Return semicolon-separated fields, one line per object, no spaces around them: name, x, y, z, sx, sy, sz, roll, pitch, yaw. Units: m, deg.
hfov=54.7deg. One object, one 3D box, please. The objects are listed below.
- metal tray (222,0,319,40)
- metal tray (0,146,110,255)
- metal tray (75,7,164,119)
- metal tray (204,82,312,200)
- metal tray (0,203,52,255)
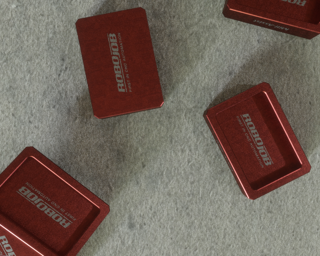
metal tray;0.158;-0.179;0.409;0.131;0.030;0.089;15;90;-1
metal tray;-0.141;0.096;0.384;0.130;0.030;0.090;40;71;-7
metal tray;-0.051;-0.083;0.407;0.091;0.030;0.129;-11;90;-1
metal tray;0.126;0.016;0.409;0.090;0.030;0.130;-27;90;-1
metal tray;-0.186;0.171;0.405;0.090;0.030;0.130;-28;90;-1
